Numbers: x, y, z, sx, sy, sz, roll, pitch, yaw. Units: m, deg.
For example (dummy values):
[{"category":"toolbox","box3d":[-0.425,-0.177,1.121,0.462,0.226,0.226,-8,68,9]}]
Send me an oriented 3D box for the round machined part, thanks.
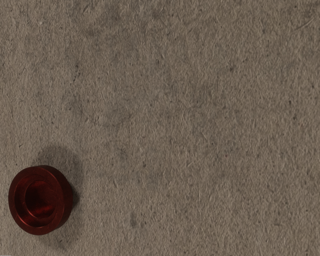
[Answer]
[{"category":"round machined part","box3d":[-0.170,0.103,0.458,0.098,0.042,0.097,0,90,19]}]
